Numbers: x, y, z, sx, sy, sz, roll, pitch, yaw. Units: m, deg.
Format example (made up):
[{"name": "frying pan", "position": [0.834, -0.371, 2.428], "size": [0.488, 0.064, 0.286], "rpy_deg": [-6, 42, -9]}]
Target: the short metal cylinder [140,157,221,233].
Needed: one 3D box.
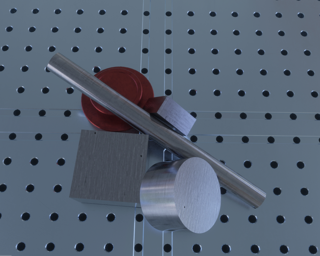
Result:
[{"name": "short metal cylinder", "position": [0.024, 0.075, 0.348], "size": [0.081, 0.050, 0.080], "rpy_deg": [15, 69, -43]}]

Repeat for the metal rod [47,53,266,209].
[{"name": "metal rod", "position": [-0.002, 0.004, 0.376], "size": [0.301, 0.025, 0.025], "rpy_deg": [34, 73, -2]}]

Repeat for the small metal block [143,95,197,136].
[{"name": "small metal block", "position": [0.009, -0.015, 0.394], "size": [0.050, 0.050, 0.025], "rpy_deg": [38, 74, -24]}]

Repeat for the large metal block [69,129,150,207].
[{"name": "large metal block", "position": [-0.057, 0.051, 0.377], "size": [0.081, 0.050, 0.080], "rpy_deg": [5, 70, 1]}]

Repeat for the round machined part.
[{"name": "round machined part", "position": [-0.057, -0.041, 0.417], "size": [0.099, 0.042, 0.098], "rpy_deg": [0, 70, -1]}]
